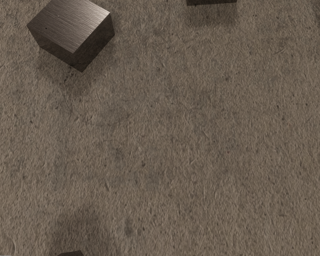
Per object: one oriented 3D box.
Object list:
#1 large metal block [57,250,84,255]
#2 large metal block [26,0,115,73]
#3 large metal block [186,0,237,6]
[{"bbox_3d":[-0.093,0.176,0.314,0.050,0.080,0.080,-31,73,-11],"label":"large metal block"},{"bbox_3d":[-0.124,-0.140,0.445,0.080,0.050,0.080,32,73,10],"label":"large metal block"},{"bbox_3d":[0.079,-0.243,0.485,0.081,0.050,0.080,-5,70,-2],"label":"large metal block"}]
